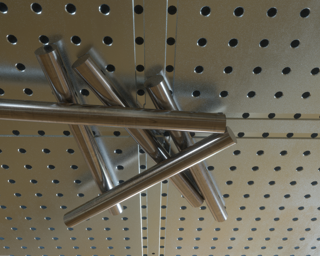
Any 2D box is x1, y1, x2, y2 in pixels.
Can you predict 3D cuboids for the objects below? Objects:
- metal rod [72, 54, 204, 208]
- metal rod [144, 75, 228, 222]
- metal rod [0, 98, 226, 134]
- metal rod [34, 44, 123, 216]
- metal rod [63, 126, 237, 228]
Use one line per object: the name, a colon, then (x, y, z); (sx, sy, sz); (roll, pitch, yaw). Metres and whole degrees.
metal rod: (-0.013, 0.023, 0.430); (0.025, 0.025, 0.300); (-24, 127, 19)
metal rod: (0.050, 0.050, 0.454); (0.025, 0.025, 0.299); (-18, 128, 14)
metal rod: (-0.073, -0.015, 0.365); (0.302, 0.025, 0.025); (4, 130, -4)
metal rod: (-0.099, 0.026, 0.432); (0.025, 0.025, 0.298); (-8, 130, 6)
metal rod: (-0.028, 0.079, 0.445); (0.300, 0.025, 0.025); (-31, 124, 23)
